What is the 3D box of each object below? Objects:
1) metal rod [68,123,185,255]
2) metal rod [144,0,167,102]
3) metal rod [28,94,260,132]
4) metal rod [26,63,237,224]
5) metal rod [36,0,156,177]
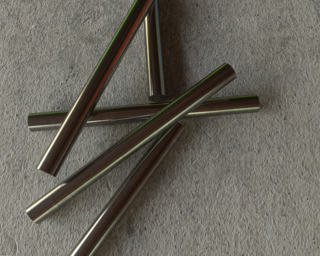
[{"bbox_3d":[-0.064,0.111,0.366,0.025,0.025,0.300,34,73,11],"label":"metal rod"},{"bbox_3d":[-0.014,-0.181,0.473,0.025,0.025,0.299,-4,70,-1],"label":"metal rod"},{"bbox_3d":[-0.020,-0.020,0.415,0.302,0.025,0.025,-5,70,-2],"label":"metal rod"},{"bbox_3d":[-0.030,0.015,0.384,0.301,0.025,0.025,-36,74,-6],"label":"metal rod"},{"bbox_3d":[-0.072,-0.077,0.407,0.025,0.025,0.300,23,71,8],"label":"metal rod"}]
